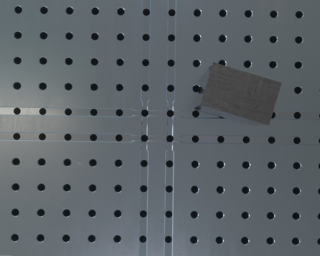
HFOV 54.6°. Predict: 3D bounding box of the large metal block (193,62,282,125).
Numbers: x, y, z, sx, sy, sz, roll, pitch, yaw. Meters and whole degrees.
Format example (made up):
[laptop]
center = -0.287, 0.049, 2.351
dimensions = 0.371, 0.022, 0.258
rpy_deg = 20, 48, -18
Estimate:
[large metal block]
center = 0.091, -0.039, 0.386
dimensions = 0.080, 0.080, 0.050
rpy_deg = 17, 90, 0
